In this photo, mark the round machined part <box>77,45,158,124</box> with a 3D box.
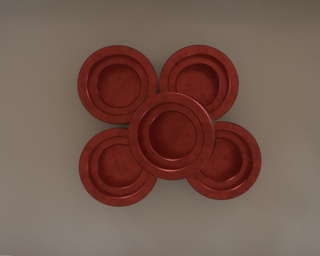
[{"bbox_3d":[-0.052,-0.053,0.400,0.099,0.042,0.097,0,90,-1],"label":"round machined part"}]

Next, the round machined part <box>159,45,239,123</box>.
[{"bbox_3d":[0.048,-0.054,0.402,0.099,0.042,0.097,0,90,-1],"label":"round machined part"}]

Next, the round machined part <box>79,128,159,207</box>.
[{"bbox_3d":[-0.051,0.048,0.401,0.099,0.042,0.097,0,90,-1],"label":"round machined part"}]

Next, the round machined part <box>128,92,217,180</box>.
[{"bbox_3d":[0.016,0.008,0.359,0.098,0.042,0.097,2,95,18],"label":"round machined part"}]

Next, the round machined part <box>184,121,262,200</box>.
[{"bbox_3d":[0.076,0.040,0.402,0.099,0.042,0.097,0,90,-1],"label":"round machined part"}]
